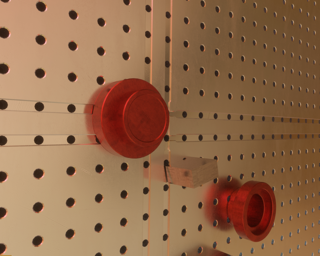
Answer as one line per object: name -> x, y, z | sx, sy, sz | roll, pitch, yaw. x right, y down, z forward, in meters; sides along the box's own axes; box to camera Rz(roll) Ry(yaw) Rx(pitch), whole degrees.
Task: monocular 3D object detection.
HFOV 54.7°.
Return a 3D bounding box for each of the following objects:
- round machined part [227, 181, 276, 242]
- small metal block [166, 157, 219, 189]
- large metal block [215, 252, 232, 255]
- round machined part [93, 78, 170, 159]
round machined part -> 0.152, 0.138, 0.526 | 0.099, 0.042, 0.097 | 0, 90, -40
small metal block -> 0.045, 0.060, 0.430 | 0.050, 0.050, 0.025 | -15, 100, -39
large metal block -> 0.092, 0.249, 0.470 | 0.081, 0.050, 0.079 | -8, 95, -40
round machined part -> -0.027, -0.012, 0.375 | 0.099, 0.042, 0.097 | 0, 90, -40
